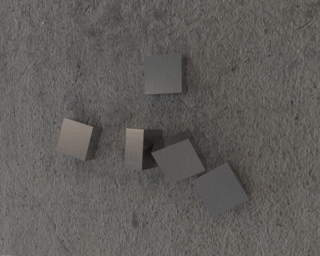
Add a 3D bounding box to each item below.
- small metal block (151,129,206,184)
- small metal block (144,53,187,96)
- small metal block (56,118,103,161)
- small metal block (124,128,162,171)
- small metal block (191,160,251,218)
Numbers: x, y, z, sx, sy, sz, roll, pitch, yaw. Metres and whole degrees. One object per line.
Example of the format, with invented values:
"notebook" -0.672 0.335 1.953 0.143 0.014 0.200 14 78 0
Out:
"small metal block" 0.024 0.036 0.389 0.050 0.025 0.050 -23 111 18
"small metal block" 0.008 -0.069 0.406 0.050 0.025 0.050 -1 90 20
"small metal block" -0.117 0.016 0.450 0.050 0.025 0.050 17 96 19
"small metal block" -0.021 0.026 0.402 0.025 0.050 0.050 3 91 26
"small metal block" 0.076 0.074 0.382 0.050 0.025 0.050 -32 80 17
